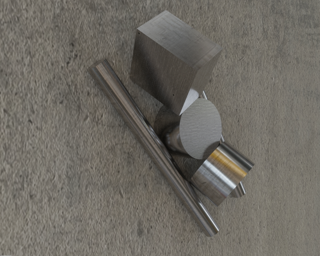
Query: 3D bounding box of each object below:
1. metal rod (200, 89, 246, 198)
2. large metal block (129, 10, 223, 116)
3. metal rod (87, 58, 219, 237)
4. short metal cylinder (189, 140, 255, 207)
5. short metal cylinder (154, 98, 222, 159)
[{"bbox_3d":[0.069,-0.018,0.463,0.025,0.025,0.299,-40,114,-33],"label":"metal rod"},{"bbox_3d":[0.015,-0.074,0.362,0.080,0.080,0.050,38,58,13],"label":"large metal block"},{"bbox_3d":[0.004,0.042,0.408,0.025,0.025,0.299,-48,119,-29],"label":"metal rod"},{"bbox_3d":[0.087,0.064,0.435,0.050,0.080,0.080,41,55,15],"label":"short metal cylinder"},{"bbox_3d":[0.039,0.001,0.422,0.081,0.050,0.080,0,90,-40],"label":"short metal cylinder"}]
